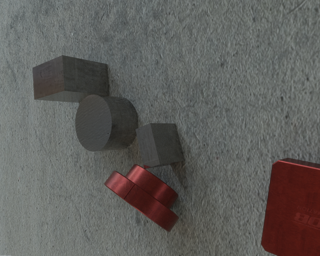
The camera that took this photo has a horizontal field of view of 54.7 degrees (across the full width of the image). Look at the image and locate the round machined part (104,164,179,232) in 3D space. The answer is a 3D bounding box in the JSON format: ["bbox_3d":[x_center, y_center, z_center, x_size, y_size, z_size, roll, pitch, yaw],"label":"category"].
[{"bbox_3d":[-0.016,0.081,0.380,0.098,0.098,0.042,26,73,36],"label":"round machined part"}]

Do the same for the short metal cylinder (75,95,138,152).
[{"bbox_3d":[-0.078,-0.007,0.451,0.080,0.050,0.079,0,90,39],"label":"short metal cylinder"}]

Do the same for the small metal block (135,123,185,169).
[{"bbox_3d":[0.001,0.022,0.386,0.025,0.050,0.050,-22,76,37],"label":"small metal block"}]

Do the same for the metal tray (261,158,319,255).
[{"bbox_3d":[0.161,0.083,0.268,0.130,0.030,0.089,11,97,39],"label":"metal tray"}]

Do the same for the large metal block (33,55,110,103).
[{"bbox_3d":[-0.137,-0.072,0.480,0.080,0.081,0.050,-7,86,39],"label":"large metal block"}]
